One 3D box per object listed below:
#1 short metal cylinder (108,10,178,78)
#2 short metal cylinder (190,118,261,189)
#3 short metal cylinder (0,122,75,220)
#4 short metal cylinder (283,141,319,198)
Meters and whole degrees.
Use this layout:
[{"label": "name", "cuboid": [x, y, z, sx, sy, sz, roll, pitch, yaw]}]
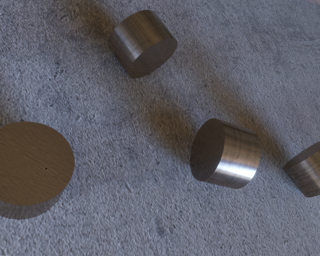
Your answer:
[{"label": "short metal cylinder", "cuboid": [-0.023, -0.113, 0.425, 0.081, 0.080, 0.050, -27, 77, -37]}, {"label": "short metal cylinder", "cuboid": [0.080, 0.033, 0.391, 0.050, 0.080, 0.080, 16, 55, -19]}, {"label": "short metal cylinder", "cuboid": [-0.127, 0.041, 0.294, 0.081, 0.050, 0.080, 14, 56, -21]}, {"label": "short metal cylinder", "cuboid": [0.232, 0.058, 0.458, 0.081, 0.080, 0.050, -29, 78, -37]}]
